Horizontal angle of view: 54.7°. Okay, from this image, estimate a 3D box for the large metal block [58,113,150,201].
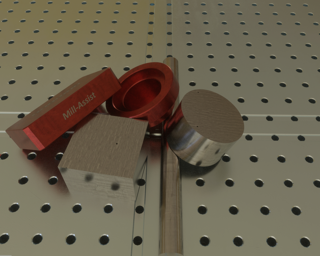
[{"bbox_3d":[-0.060,0.032,0.364,0.080,0.050,0.080,8,51,6],"label":"large metal block"}]

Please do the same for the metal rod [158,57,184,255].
[{"bbox_3d":[0.014,0.011,0.399,0.025,0.025,0.300,1,50,1],"label":"metal rod"}]

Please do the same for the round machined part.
[{"bbox_3d":[-0.019,-0.038,0.412,0.098,0.042,0.098,-17,46,19],"label":"round machined part"}]

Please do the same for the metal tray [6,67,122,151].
[{"bbox_3d":[-0.121,-0.025,0.392,0.131,0.030,0.090,-44,24,-30],"label":"metal tray"}]

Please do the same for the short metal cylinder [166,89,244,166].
[{"bbox_3d":[0.053,-0.001,0.375,0.081,0.050,0.080,13,48,-15],"label":"short metal cylinder"}]
